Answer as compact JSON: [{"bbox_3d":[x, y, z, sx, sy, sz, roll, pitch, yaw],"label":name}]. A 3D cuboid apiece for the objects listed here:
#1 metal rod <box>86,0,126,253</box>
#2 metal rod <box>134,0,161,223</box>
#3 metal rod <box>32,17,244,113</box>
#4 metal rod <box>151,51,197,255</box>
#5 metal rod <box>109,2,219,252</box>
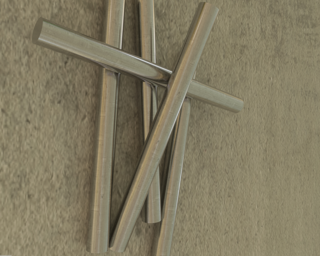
[{"bbox_3d":[-0.061,-0.013,0.354,0.025,0.025,0.298,6,86,-40],"label":"metal rod"},{"bbox_3d":[-0.015,-0.031,0.393,0.025,0.025,0.298,-3,92,-40],"label":"metal rod"},{"bbox_3d":[0.003,-0.061,0.374,0.302,0.025,0.025,13,82,-40],"label":"metal rod"},{"bbox_3d":[0.021,0.038,0.424,0.025,0.025,0.298,15,81,-39],"label":"metal rod"},{"bbox_3d":[0.002,0.001,0.360,0.025,0.025,0.298,20,92,-39],"label":"metal rod"}]
